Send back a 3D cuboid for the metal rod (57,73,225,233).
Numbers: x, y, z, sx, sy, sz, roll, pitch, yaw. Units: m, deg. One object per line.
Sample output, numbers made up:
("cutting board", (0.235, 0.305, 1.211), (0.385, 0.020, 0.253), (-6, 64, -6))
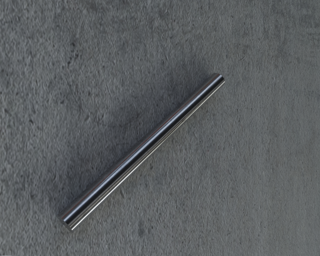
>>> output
("metal rod", (-0.005, 0.013, 0.402), (0.301, 0.025, 0.025), (-43, 116, -31))
